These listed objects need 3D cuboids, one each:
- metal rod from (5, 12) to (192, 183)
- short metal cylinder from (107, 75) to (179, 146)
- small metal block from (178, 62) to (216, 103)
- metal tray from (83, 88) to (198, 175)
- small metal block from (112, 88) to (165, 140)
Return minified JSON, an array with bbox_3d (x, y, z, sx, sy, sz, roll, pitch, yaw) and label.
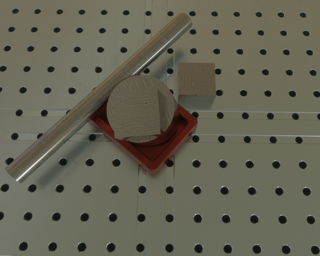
[{"bbox_3d":[-0.067,-0.048,0.396,0.025,0.025,0.301,41,75,13],"label":"metal rod"},{"bbox_3d":[-0.019,-0.019,0.381,0.080,0.050,0.080,-1,82,10],"label":"short metal cylinder"},{"bbox_3d":[0.051,-0.063,0.435,0.050,0.025,0.050,1,70,0],"label":"small metal block"},{"bbox_3d":[-0.027,-0.012,0.413,0.130,0.030,0.090,39,74,13],"label":"metal tray"},{"bbox_3d":[-0.023,-0.014,0.343,0.050,0.025,0.050,-5,81,9],"label":"small metal block"}]
